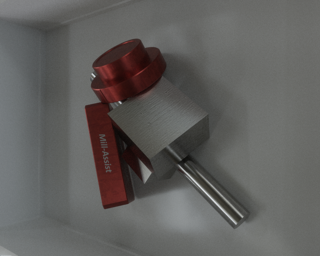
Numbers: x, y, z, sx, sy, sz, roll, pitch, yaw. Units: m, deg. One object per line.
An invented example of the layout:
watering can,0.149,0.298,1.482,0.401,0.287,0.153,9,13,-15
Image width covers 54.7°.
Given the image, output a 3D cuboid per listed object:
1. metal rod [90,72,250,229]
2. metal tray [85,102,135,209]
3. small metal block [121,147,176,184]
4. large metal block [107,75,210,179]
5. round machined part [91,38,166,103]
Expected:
metal rod,-0.005,0.009,0.407,0.300,0.025,0.025,44,116,30
metal tray,-0.065,0.038,0.416,0.030,0.090,0.129,-12,80,-2
small metal block,-0.012,0.042,0.396,0.050,0.050,0.025,45,117,30
large metal block,0.000,-0.002,0.361,0.080,0.050,0.080,-37,58,-14
round machined part,-0.045,-0.077,0.390,0.098,0.098,0.042,-2,129,39
